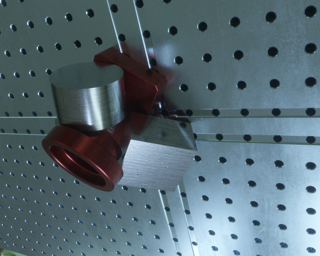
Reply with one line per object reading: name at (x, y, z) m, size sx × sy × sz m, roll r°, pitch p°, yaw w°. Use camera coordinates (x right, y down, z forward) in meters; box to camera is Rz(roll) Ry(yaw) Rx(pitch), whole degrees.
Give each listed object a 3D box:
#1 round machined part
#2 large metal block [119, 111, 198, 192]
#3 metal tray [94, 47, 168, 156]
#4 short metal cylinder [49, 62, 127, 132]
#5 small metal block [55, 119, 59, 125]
round machined part at (-0.084, 0.029, 0.365) m, size 0.098 × 0.042 × 0.098 m, roll 24°, pitch 150°, yaw 15°
large metal block at (-0.009, 0.032, 0.395) m, size 0.081 × 0.050 × 0.079 m, roll 11°, pitch 129°, yaw -16°
metal tray at (-0.054, -0.030, 0.417) m, size 0.090 × 0.030 × 0.129 m, roll 30°, pitch 128°, yaw 8°
short metal cylinder at (-0.080, -0.038, 0.353) m, size 0.080 × 0.080 × 0.050 m, roll 13°, pitch 124°, yaw 21°
small metal block at (-0.110, 0.002, 0.412) m, size 0.025 × 0.050 × 0.050 m, roll 18°, pitch 125°, yaw 18°
